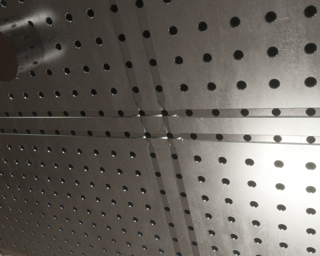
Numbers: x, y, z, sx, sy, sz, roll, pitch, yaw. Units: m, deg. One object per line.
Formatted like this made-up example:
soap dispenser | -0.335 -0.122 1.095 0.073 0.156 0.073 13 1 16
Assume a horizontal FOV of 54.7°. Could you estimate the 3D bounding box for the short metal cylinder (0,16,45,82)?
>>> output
short metal cylinder | -0.212 -0.112 0.435 0.080 0.050 0.079 13 124 20
